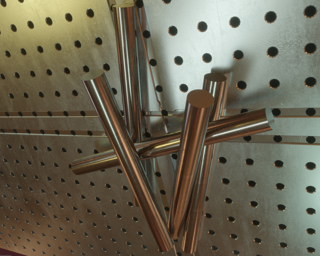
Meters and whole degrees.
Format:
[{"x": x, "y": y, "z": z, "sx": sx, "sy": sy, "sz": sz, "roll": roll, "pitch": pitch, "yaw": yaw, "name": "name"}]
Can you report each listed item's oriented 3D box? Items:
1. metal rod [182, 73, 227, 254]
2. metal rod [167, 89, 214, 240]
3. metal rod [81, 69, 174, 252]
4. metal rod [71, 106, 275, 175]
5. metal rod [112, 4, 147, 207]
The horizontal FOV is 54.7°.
[{"x": 0.054, "y": 0.069, "z": 0.423, "sx": 0.025, "sy": 0.025, "sz": 0.298, "roll": 16, "pitch": 125, "yaw": 19, "name": "metal rod"}, {"x": 0.029, "y": 0.071, "z": 0.393, "sx": 0.025, "sy": 0.025, "sz": 0.298, "roll": 22, "pitch": 141, "yaw": 15, "name": "metal rod"}, {"x": -0.030, "y": 0.063, "z": 0.401, "sx": 0.025, "sy": 0.025, "sz": 0.298, "roll": 1, "pitch": 128, "yaw": 27, "name": "metal rod"}, {"x": -0.008, "y": 0.025, "z": 0.395, "sx": 0.300, "sy": 0.025, "sz": 0.025, "roll": -17, "pitch": 110, "yaw": 34, "name": "metal rod"}, {"x": -0.036, "y": -0.009, "z": 0.422, "sx": 0.025, "sy": 0.025, "sz": 0.298, "roll": 11, "pitch": 123, "yaw": 21, "name": "metal rod"}]
